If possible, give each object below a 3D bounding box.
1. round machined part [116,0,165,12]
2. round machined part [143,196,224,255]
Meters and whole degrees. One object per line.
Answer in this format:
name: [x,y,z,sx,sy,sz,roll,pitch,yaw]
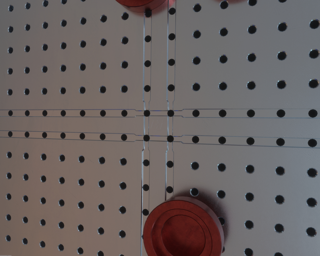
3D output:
round machined part: [-0.030,-0.211,0.415,0.098,0.042,0.097,0,90,20]
round machined part: [0.032,0.135,0.393,0.098,0.042,0.097,0,90,20]
